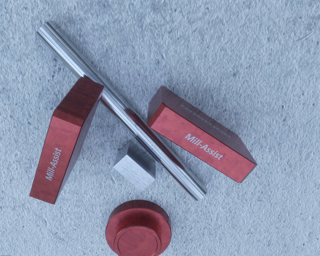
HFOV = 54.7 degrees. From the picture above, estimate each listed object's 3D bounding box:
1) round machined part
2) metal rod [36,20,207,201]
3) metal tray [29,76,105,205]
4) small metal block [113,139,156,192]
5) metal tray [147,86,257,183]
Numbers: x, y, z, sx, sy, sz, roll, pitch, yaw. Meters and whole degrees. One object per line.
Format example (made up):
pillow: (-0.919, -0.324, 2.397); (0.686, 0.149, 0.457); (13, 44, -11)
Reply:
round machined part: (-0.032, 0.160, 0.459); (0.099, 0.042, 0.097); (0, 110, -1)
metal rod: (-0.039, -0.012, 0.404); (0.025, 0.025, 0.300); (-39, 106, 13)
metal tray: (-0.109, 0.015, 0.364); (0.030, 0.090, 0.129); (23, 122, -8)
small metal block: (-0.032, 0.049, 0.414); (0.025, 0.050, 0.050); (-43, 105, 14)
metal tray: (0.048, 0.005, 0.377); (0.130, 0.090, 0.030); (32, 107, -12)
